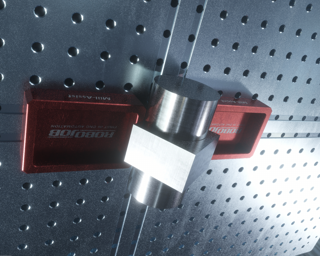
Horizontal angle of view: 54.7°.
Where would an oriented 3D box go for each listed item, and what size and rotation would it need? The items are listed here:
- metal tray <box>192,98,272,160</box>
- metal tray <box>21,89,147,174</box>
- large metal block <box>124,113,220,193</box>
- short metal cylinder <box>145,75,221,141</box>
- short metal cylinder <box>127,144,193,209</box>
[{"bbox_3d":[0.096,0.002,0.461,0.131,0.030,0.089,1,118,-29],"label":"metal tray"},{"bbox_3d":[-0.089,0.005,0.362,0.131,0.030,0.089,1,118,-29],"label":"metal tray"},{"bbox_3d":[0.017,0.024,0.381,0.080,0.080,0.050,-26,137,-57],"label":"large metal block"},{"bbox_3d":[0.026,-0.026,0.373,0.081,0.080,0.050,1,118,-29],"label":"short metal cylinder"},{"bbox_3d":[0.001,0.062,0.414,0.081,0.080,0.050,2,118,-29],"label":"short metal cylinder"}]
